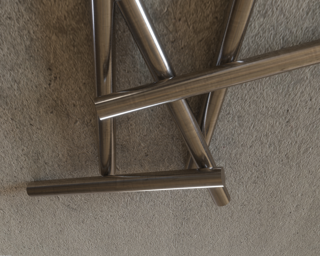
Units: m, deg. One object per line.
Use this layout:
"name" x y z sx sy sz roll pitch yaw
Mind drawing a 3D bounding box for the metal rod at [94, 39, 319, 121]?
"metal rod" 0.082 -0.058 0.325 0.302 0.025 0.025 -15 129 -1

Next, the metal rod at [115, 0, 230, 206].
"metal rod" 0.029 -0.012 0.372 0.025 0.025 0.299 -19 121 15

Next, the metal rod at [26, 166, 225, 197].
"metal rod" -0.061 0.078 0.435 0.301 0.025 0.025 -7 131 21

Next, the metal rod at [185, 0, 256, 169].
"metal rod" 0.065 -0.033 0.379 0.025 0.025 0.298 6 130 -5

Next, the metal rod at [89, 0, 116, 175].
"metal rod" -0.064 -0.050 0.363 0.025 0.025 0.298 4 130 -3
